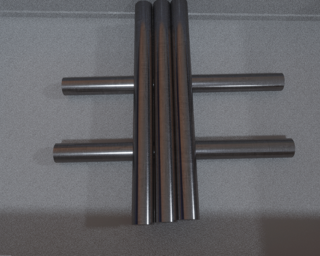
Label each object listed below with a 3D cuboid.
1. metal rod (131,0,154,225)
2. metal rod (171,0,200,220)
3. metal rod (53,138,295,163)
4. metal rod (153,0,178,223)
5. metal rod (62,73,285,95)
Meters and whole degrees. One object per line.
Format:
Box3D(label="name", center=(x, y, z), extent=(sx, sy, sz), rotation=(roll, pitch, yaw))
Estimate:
Box3D(label="metal rod", center=(-0.021, -0.034, 0.393), extent=(0.025, 0.025, 0.299), rotation=(-1, 70, 0))
Box3D(label="metal rod", center=(0.029, -0.038, 0.395), extent=(0.025, 0.025, 0.299), rotation=(-1, 70, 0))
Box3D(label="metal rod", center=(0.018, 0.029, 0.398), extent=(0.302, 0.025, 0.025), rotation=(-1, 70, -1))
Box3D(label="metal rod", center=(0.005, -0.036, 0.394), extent=(0.025, 0.025, 0.299), rotation=(-1, 70, 0))
Box3D(label="metal rod", center=(0.019, -0.061, 0.431), extent=(0.302, 0.025, 0.025), rotation=(-1, 70, -1))
